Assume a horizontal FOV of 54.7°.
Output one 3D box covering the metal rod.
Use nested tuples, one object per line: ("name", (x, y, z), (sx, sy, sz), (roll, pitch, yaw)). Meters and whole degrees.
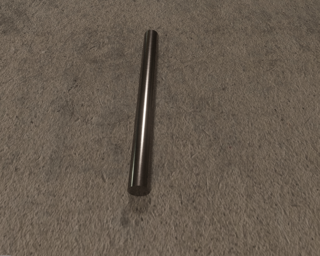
("metal rod", (-0.019, -0.045, 0.440), (0.025, 0.025, 0.300), (2, 50, 1))
